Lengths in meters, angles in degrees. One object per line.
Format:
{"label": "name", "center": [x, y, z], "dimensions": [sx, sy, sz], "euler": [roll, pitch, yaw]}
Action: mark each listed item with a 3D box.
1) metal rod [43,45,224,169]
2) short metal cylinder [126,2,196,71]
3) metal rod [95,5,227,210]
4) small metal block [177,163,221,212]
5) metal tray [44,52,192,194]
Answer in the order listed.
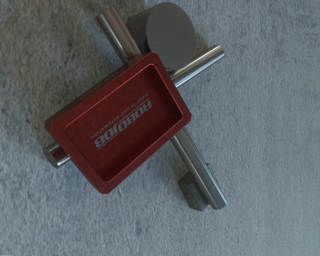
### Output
{"label": "metal rod", "center": [-0.011, -0.044, 0.399], "dimensions": [0.302, 0.025, 0.025], "euler": [-37, 113, -34]}
{"label": "short metal cylinder", "center": [-0.001, -0.110, 0.390], "dimensions": [0.081, 0.050, 0.079], "euler": [0, 90, -40]}
{"label": "metal rod", "center": [0.014, -0.007, 0.388], "dimensions": [0.025, 0.025, 0.299], "euler": [-47, 118, -30]}
{"label": "small metal block", "center": [0.059, 0.086, 0.458], "dimensions": [0.050, 0.025, 0.050], "euler": [-41, 115, -32]}
{"label": "metal tray", "center": [-0.037, -0.007, 0.323], "dimensions": [0.131, 0.030, 0.090], "euler": [-41, 115, -20]}
